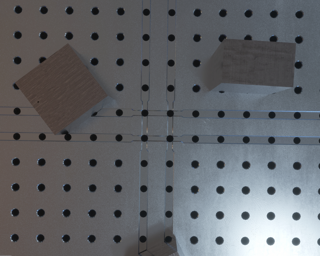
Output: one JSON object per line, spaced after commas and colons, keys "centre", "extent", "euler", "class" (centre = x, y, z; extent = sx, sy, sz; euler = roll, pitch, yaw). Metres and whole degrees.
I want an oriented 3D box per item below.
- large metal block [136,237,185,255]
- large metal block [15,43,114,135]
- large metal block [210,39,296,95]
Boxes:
{"centre": [0.002, 0.203, 0.401], "extent": [0.080, 0.050, 0.080], "euler": [-26, 90, 0], "class": "large metal block"}
{"centre": [-0.119, -0.047, 0.400], "extent": [0.080, 0.050, 0.080], "euler": [-37, 90, 0], "class": "large metal block"}
{"centre": [0.111, -0.073, 0.386], "extent": [0.080, 0.080, 0.050], "euler": [4, 90, 0], "class": "large metal block"}
